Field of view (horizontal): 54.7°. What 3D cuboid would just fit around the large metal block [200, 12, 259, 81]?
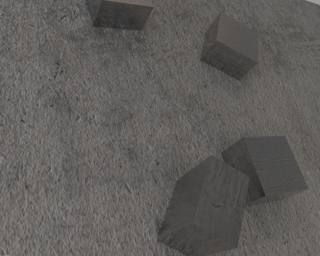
[{"bbox_3d":[0.122,-0.142,0.540,0.080,0.050,0.080,24,53,-14],"label":"large metal block"}]

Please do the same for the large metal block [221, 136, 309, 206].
[{"bbox_3d":[0.143,0.058,0.429,0.081,0.050,0.080,-1,62,-29],"label":"large metal block"}]

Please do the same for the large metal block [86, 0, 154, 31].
[{"bbox_3d":[-0.066,-0.200,0.474,0.081,0.050,0.080,-5,64,-31],"label":"large metal block"}]

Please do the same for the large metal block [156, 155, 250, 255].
[{"bbox_3d":[0.047,0.089,0.339,0.050,0.080,0.080,31,52,-9],"label":"large metal block"}]
